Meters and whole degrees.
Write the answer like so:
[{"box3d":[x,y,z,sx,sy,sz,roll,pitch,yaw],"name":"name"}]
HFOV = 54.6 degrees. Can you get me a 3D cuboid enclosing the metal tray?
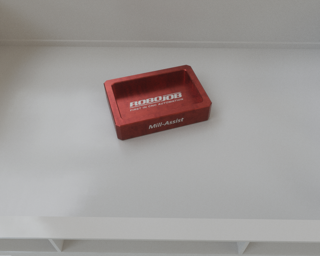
[{"box3d":[-0.005,-0.039,0.434,0.131,0.030,0.090,-13,51,-11],"name":"metal tray"}]
